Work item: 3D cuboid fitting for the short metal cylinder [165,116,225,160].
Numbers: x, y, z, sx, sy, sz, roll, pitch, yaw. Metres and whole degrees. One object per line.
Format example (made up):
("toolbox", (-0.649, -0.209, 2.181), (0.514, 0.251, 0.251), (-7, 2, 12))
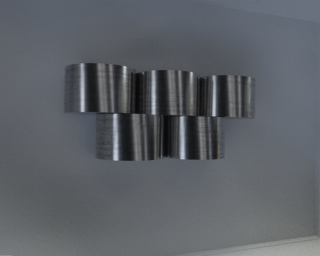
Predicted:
("short metal cylinder", (0.042, 0.011, 0.395), (0.081, 0.080, 0.050), (1, 90, -20))

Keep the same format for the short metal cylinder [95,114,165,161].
("short metal cylinder", (-0.035, 0.010, 0.366), (0.081, 0.080, 0.050), (1, 90, -20))

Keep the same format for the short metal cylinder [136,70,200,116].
("short metal cylinder", (0.009, -0.039, 0.382), (0.081, 0.080, 0.050), (1, 90, -20))

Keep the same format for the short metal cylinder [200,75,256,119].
("short metal cylinder", (0.085, -0.038, 0.410), (0.081, 0.080, 0.050), (2, 90, -20))

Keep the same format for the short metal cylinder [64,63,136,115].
("short metal cylinder", (-0.068, -0.041, 0.354), (0.081, 0.080, 0.050), (1, 90, -20))
